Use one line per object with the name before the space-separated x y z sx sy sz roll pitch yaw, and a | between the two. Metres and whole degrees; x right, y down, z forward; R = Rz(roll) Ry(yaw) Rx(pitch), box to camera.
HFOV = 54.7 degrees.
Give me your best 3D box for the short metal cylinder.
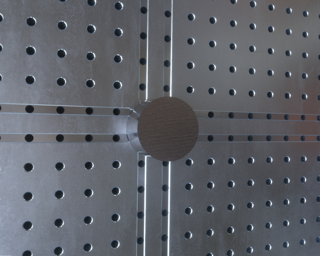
short metal cylinder | 0.003 0.001 0.401 0.081 0.050 0.079 0 90 -21
